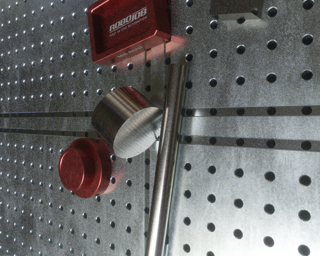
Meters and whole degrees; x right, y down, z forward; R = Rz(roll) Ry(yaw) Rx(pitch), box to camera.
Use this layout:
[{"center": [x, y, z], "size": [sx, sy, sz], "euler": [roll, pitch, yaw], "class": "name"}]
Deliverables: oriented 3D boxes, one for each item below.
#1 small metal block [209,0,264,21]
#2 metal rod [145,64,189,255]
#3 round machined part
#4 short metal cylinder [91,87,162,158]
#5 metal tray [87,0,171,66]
[{"center": [0.085, -0.147, 0.338], "size": [0.050, 0.025, 0.050], "euler": [13, 98, 39], "class": "small metal block"}, {"center": [0.005, 0.069, 0.403], "size": [0.025, 0.025, 0.298], "euler": [12, 98, 39], "class": "metal rod"}, {"center": [-0.127, 0.065, 0.500], "size": [0.098, 0.042, 0.097], "euler": [0, 90, 39], "class": "round machined part"}, {"center": [-0.041, -0.007, 0.405], "size": [0.050, 0.081, 0.079], "euler": [42, 115, 31], "class": "short metal cylinder"}, {"center": [-0.049, -0.152, 0.443], "size": [0.130, 0.030, 0.089], "euler": [-12, 83, 39], "class": "metal tray"}]
